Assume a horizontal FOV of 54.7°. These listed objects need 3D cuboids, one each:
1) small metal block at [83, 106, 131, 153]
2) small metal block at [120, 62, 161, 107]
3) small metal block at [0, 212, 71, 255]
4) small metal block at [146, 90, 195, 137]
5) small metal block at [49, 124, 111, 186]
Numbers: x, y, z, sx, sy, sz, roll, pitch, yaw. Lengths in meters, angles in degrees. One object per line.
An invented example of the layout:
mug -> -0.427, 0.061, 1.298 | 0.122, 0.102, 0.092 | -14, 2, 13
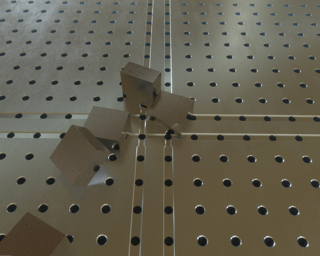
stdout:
small metal block -> -0.070, 0.001, 0.406 | 0.050, 0.025, 0.050 | 10, 51, 7
small metal block -> -0.026, -0.061, 0.442 | 0.050, 0.050, 0.025 | 21, 53, 16
small metal block -> -0.126, 0.120, 0.305 | 0.050, 0.025, 0.050 | 23, 54, 18
small metal block -> 0.015, -0.021, 0.425 | 0.050, 0.025, 0.050 | 18, 52, 14
small metal block -> -0.094, 0.032, 0.363 | 0.050, 0.025, 0.050 | 40, 99, 28
